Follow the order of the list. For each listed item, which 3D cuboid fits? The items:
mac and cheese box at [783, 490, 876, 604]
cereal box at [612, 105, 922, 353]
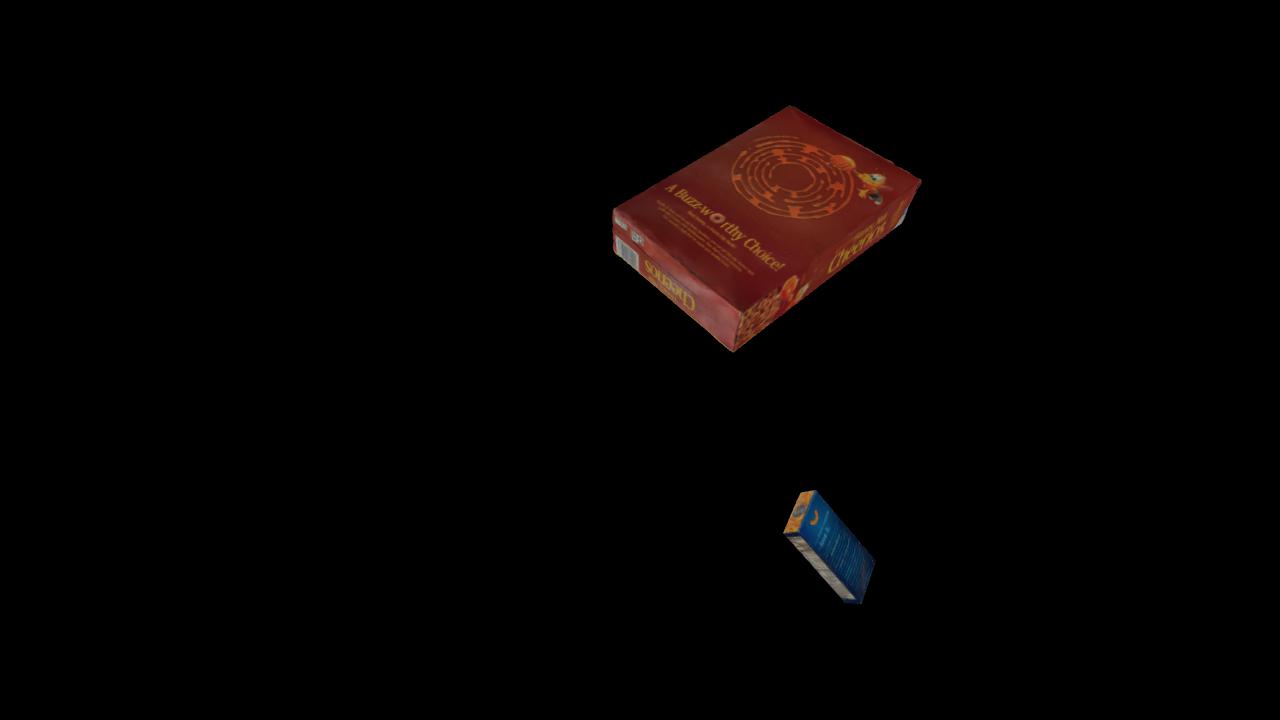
[{"bbox_3d":[0.325,0.319,1.049,0.041,0.184,0.093,-25,20,51],"label":"mac and cheese box"},{"bbox_3d":[0.147,-0.167,0.718,0.306,0.203,0.081,-36,-28,-23],"label":"cereal box"}]
